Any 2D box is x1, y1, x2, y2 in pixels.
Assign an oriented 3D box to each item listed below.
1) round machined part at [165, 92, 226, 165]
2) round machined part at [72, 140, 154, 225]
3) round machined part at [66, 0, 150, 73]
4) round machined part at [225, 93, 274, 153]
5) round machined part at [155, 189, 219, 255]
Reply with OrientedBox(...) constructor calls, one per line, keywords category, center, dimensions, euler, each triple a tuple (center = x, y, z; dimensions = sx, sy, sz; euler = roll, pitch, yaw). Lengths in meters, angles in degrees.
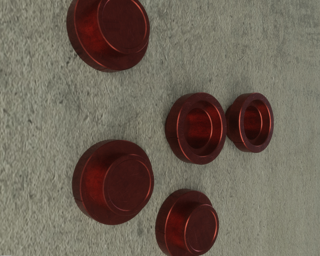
OrientedBox(category="round machined part", center=(0.045, 0.001, 0.431), dimensions=(0.099, 0.042, 0.097), euler=(0, 90, -40))
OrientedBox(category="round machined part", center=(-0.046, 0.062, 0.355), dimensions=(0.099, 0.042, 0.097), euler=(0, 90, -40))
OrientedBox(category="round machined part", center=(-0.050, -0.114, 0.351), dimensions=(0.099, 0.042, 0.097), euler=(0, 90, -40))
OrientedBox(category="round machined part", center=(0.144, -0.009, 0.514), dimensions=(0.099, 0.042, 0.097), euler=(0, 90, -40))
OrientedBox(category="round machined part", center=(0.044, 0.137, 0.431), dimensions=(0.099, 0.042, 0.097), euler=(0, 90, -40))
